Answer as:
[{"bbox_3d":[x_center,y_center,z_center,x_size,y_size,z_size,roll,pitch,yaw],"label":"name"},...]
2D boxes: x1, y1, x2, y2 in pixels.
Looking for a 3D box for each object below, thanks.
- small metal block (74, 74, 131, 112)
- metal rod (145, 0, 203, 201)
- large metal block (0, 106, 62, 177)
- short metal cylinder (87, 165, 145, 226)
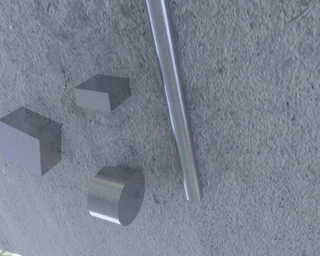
[{"bbox_3d":[-0.073,-0.046,0.399,0.050,0.050,0.025,11,123,22],"label":"small metal block"},{"bbox_3d":[0.019,-0.035,0.373,0.025,0.025,0.298,2,119,27],"label":"metal rod"},{"bbox_3d":[-0.213,0.022,0.514,0.080,0.050,0.079,23,127,13],"label":"large metal block"},{"bbox_3d":[-0.063,0.100,0.465,0.050,0.080,0.079,10,123,23],"label":"short metal cylinder"}]
